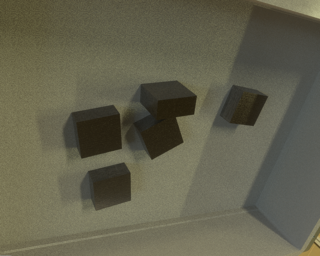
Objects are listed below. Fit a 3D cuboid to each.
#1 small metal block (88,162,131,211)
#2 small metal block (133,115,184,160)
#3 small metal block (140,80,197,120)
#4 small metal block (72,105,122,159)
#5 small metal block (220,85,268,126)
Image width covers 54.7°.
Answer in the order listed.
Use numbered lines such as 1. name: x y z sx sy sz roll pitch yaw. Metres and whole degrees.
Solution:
1. small metal block: -0.068 0.079 0.422 0.050 0.025 0.050 -12 124 -22
2. small metal block: -0.001 0.007 0.414 0.050 0.025 0.050 -28 128 -11
3. small metal block: 0.009 -0.035 0.377 0.050 0.050 0.025 -9 123 -24
4. small metal block: -0.075 0.004 0.371 0.050 0.025 0.050 -13 124 -22
5. small metal block: 0.124 -0.033 0.459 0.050 0.025 0.050 6 116 -32
